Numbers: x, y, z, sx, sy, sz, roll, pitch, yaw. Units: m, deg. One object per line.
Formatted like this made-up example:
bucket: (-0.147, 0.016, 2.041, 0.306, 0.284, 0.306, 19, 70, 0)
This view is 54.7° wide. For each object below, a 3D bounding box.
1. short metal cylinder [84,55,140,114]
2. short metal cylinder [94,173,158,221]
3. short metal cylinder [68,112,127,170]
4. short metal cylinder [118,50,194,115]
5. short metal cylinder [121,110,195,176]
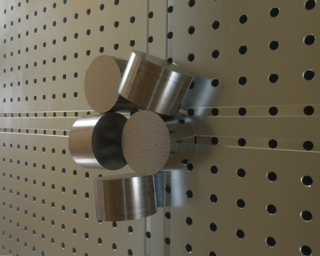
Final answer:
short metal cylinder: (-0.064, -0.061, 0.445, 0.080, 0.050, 0.079, 0, 91, 41)
short metal cylinder: (-0.045, 0.088, 0.410, 0.080, 0.081, 0.050, -8, 86, 40)
short metal cylinder: (-0.081, 0.019, 0.442, 0.050, 0.081, 0.080, -3, 88, 39)
short metal cylinder: (-0.005, -0.056, 0.378, 0.080, 0.081, 0.050, 35, 111, 34)
short metal cylinder: (-0.003, 0.018, 0.396, 0.080, 0.050, 0.079, 1, 91, 39)
